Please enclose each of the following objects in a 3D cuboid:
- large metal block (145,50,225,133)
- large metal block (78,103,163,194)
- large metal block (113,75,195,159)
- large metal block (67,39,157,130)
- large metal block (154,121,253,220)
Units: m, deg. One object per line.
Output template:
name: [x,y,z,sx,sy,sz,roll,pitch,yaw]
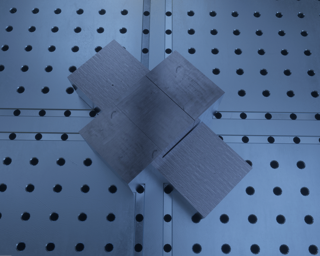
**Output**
large metal block: [0.029,-0.038,0.397,0.050,0.080,0.080,-43,76,-14]
large metal block: [-0.043,0.028,0.372,0.050,0.080,0.080,-43,76,-14]
large metal block: [-0.008,-0.005,0.385,0.050,0.080,0.080,-43,76,-14]
large metal block: [-0.061,-0.057,0.416,0.080,0.050,0.080,43,76,13]
large metal block: [0.050,0.053,0.380,0.080,0.050,0.080,-42,76,-13]
